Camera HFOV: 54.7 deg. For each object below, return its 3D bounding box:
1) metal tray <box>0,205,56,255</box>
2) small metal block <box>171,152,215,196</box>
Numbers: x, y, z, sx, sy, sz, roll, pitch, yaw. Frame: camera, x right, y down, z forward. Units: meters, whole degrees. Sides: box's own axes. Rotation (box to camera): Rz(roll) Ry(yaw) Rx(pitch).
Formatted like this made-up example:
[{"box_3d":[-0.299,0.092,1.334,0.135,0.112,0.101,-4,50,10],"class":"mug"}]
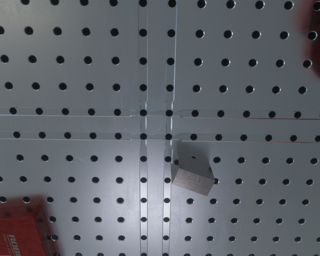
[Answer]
[{"box_3d":[-0.216,0.185,0.477,0.091,0.030,0.129,-7,110,2],"class":"metal tray"},{"box_3d":[0.043,0.062,0.423,0.050,0.050,0.025,20,109,-8],"class":"small metal block"}]
